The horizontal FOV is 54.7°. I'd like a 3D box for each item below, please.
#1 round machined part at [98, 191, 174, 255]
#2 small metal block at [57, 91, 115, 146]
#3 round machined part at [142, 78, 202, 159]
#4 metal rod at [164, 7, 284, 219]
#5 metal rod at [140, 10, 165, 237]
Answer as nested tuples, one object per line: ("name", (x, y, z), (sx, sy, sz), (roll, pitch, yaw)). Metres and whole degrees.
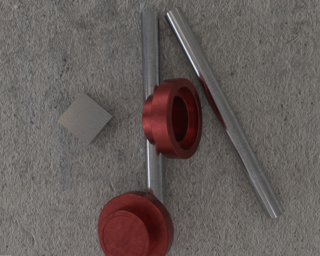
("round machined part", (-0.036, 0.131, 0.385), (0.098, 0.042, 0.097), (0, 91, 21))
("small metal block", (-0.096, -0.012, 0.409), (0.050, 0.025, 0.050), (40, 90, 0))
("round machined part", (0.014, -0.011, 0.381), (0.042, 0.099, 0.097), (-2, 90, 30))
("metal rod", (0.085, -0.020, 0.410), (0.025, 0.025, 0.299), (-27, 90, 0))
("metal rod", (-0.009, -0.002, 0.409), (0.025, 0.025, 0.298), (-2, 90, 0))
